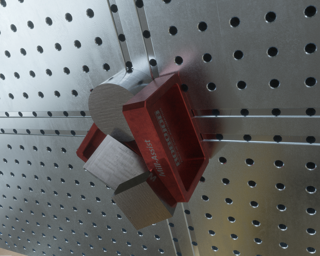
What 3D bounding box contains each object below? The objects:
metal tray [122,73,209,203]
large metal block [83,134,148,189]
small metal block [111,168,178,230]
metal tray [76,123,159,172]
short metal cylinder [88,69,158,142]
[{"bbox_3d":[0.013,0.012,0.368,0.030,0.090,0.129,-9,114,32],"label":"metal tray"},{"bbox_3d":[-0.049,0.060,0.416,0.080,0.050,0.080,34,164,5],"label":"large metal block"},{"bbox_3d":[-0.017,0.081,0.347,0.050,0.025,0.050,-29,104,26],"label":"small metal block"},{"bbox_3d":[-0.054,0.048,0.463,0.130,0.030,0.089,40,129,0],"label":"metal tray"},{"bbox_3d":[-0.044,-0.029,0.398,0.080,0.050,0.079,13,124,20],"label":"short metal cylinder"}]
